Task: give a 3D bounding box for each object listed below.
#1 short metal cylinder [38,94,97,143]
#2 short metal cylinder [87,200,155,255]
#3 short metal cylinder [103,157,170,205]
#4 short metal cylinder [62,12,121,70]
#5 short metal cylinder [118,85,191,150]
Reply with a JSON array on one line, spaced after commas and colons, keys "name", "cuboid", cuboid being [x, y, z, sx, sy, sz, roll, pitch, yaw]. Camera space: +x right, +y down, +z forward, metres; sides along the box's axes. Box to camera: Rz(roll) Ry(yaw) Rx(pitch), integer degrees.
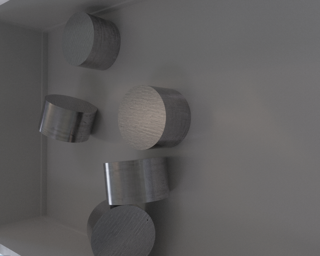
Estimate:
[{"name": "short metal cylinder", "cuboid": [-0.146, -0.016, 0.492, 0.080, 0.081, 0.050, 30, 109, 36]}, {"name": "short metal cylinder", "cuboid": [-0.052, 0.135, 0.405, 0.050, 0.081, 0.080, 178, 91, -71]}, {"name": "short metal cylinder", "cuboid": [-0.030, 0.066, 0.396, 0.080, 0.081, 0.050, -10, 84, 39]}, {"name": "short metal cylinder", "cuboid": [-0.107, -0.132, 0.479, 0.080, 0.050, 0.080, 0, 90, 40]}, {"name": "short metal cylinder", "cuboid": [-0.008, -0.013, 0.397, 0.080, 0.050, 0.080, 0, 90, 40]}]
